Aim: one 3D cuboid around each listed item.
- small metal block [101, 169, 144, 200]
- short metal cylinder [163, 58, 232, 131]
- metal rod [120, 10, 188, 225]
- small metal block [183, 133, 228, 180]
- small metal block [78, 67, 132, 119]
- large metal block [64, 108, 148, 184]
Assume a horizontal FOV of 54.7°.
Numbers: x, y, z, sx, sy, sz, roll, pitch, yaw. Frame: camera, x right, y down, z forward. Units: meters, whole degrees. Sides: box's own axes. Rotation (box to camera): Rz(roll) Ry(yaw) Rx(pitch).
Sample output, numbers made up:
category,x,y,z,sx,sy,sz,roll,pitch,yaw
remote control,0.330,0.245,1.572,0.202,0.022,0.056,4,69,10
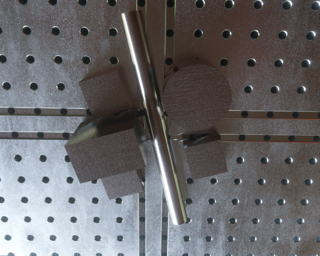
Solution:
category,x,y,z,sx,sy,sz,roll,pitch,yaw
small metal block,-0.054,0.068,0.438,0.050,0.025,0.050,-15,110,5
short metal cylinder,0.044,-0.043,0.384,0.081,0.050,0.079,0,110,-1
metal rod,-0.003,0.001,0.413,0.025,0.025,0.298,-12,110,4
small metal block,0.063,0.039,0.428,0.050,0.025,0.050,-14,110,4
small metal block,-0.068,-0.044,0.396,0.050,0.025,0.050,-16,110,5
large metal block,-0.062,0.019,0.389,0.080,0.080,0.050,-14,110,5
